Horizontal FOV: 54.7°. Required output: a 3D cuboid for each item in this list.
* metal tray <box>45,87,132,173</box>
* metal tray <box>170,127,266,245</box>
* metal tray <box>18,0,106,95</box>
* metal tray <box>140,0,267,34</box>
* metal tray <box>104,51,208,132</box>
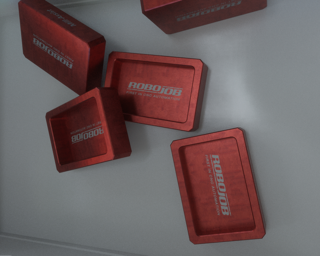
[{"bbox_3d":[-0.101,0.006,0.417,0.130,0.030,0.090,-17,85,40],"label":"metal tray"},{"bbox_3d":[0.071,0.071,0.382,0.090,0.030,0.129,-13,86,19],"label":"metal tray"},{"bbox_3d":[-0.137,-0.111,0.430,0.130,0.030,0.089,34,136,16],"label":"metal tray"},{"bbox_3d":[0.053,-0.150,0.356,0.130,0.090,0.030,-10,87,19],"label":"metal tray"},{"bbox_3d":[-0.009,-0.049,0.410,0.130,0.030,0.089,10,93,19],"label":"metal tray"}]
